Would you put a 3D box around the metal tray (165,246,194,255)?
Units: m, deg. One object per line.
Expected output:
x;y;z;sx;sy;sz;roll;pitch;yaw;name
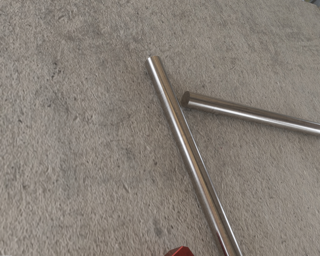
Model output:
0.027;0.196;0.297;0.091;0.030;0.130;-29;78;-38;metal tray

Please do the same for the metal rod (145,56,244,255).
0.039;0.031;0.407;0.025;0.025;0.299;-7;65;-32;metal rod

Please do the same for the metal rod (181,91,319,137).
0.174;-0.017;0.510;0.302;0.025;0.025;10;57;-23;metal rod
